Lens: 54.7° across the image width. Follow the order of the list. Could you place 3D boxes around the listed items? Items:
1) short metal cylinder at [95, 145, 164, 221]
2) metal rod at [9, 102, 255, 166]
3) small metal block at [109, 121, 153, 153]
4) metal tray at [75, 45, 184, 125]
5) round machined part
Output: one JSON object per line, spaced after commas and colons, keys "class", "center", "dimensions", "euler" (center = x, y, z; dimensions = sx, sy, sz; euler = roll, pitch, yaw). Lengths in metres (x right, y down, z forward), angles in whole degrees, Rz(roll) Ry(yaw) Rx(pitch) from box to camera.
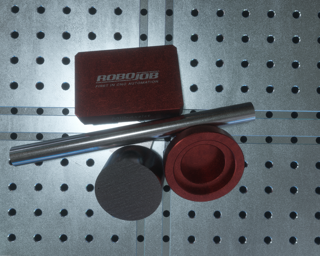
{"class": "short metal cylinder", "center": [-0.035, 0.068, 0.389], "dimensions": [0.080, 0.050, 0.079], "euler": [1, 109, 5]}
{"class": "metal rod", "center": [-0.033, 0.007, 0.387], "dimensions": [0.302, 0.025, 0.025], "euler": [-11, 90, -1]}
{"class": "small metal block", "center": [-0.036, 0.015, 0.421], "dimensions": [0.050, 0.025, 0.050], "euler": [18, 90, -1]}
{"class": "metal tray", "center": [-0.040, -0.056, 0.396], "dimensions": [0.131, 0.030, 0.090], "euler": [-5, 71, -1]}
{"class": "round machined part", "center": [0.053, 0.041, 0.394], "dimensions": [0.099, 0.042, 0.097], "euler": [-2, 112, -4]}
